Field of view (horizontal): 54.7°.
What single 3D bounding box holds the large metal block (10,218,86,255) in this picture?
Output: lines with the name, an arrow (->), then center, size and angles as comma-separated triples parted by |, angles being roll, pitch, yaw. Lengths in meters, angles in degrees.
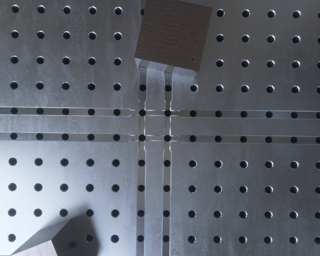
large metal block -> -0.130, 0.170, 0.384 | 0.050, 0.080, 0.080 | -22, 90, 0

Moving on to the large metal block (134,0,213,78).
large metal block -> 0.016, -0.116, 0.401 | 0.080, 0.050, 0.080 | 12, 90, -1
